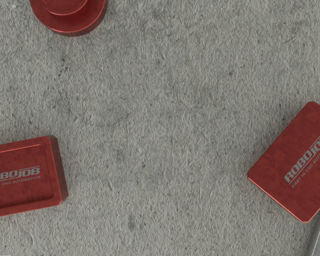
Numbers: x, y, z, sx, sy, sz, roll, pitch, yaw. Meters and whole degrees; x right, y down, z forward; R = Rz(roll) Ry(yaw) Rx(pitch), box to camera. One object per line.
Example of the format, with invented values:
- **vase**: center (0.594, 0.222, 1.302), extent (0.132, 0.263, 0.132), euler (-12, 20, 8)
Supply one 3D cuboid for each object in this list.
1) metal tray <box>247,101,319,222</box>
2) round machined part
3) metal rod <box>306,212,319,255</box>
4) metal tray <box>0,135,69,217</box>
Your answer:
- **metal tray**: center (0.187, 0.042, 0.397), extent (0.090, 0.030, 0.130), euler (41, 89, 18)
- **round machined part**: center (-0.120, -0.172, 0.400), extent (0.099, 0.042, 0.097), euler (0, 90, -1)
- **metal rod**: center (0.211, 0.164, 0.412), extent (0.025, 0.025, 0.298), euler (18, 90, -1)
- **metal tray**: center (-0.196, 0.065, 0.404), extent (0.131, 0.030, 0.089), euler (-11, 90, -1)
